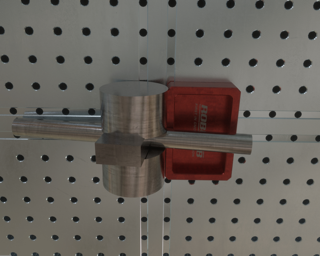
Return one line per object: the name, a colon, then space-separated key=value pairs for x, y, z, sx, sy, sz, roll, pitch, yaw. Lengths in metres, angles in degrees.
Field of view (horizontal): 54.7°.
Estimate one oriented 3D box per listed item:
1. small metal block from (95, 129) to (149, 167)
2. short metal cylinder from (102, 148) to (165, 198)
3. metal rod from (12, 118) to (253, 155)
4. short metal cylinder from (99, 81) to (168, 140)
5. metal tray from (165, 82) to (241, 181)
small metal block: x=-0.042 y=0.021 z=0.356 sx=0.050 sy=0.050 sz=0.025 roll=4 pitch=110 yaw=7
short metal cylinder: x=-0.034 y=0.046 z=0.400 sx=0.081 sy=0.080 sz=0.050 roll=1 pitch=110 yaw=-1
metal rod: x=-0.040 y=0.009 z=0.391 sx=0.302 sy=0.025 sz=0.025 roll=4 pitch=110 yaw=7
short metal cylinder: x=-0.031 y=-0.024 z=0.373 sx=0.081 sy=0.080 sz=0.050 roll=1 pitch=110 yaw=-1
metal tray: x=0.053 y=0.006 z=0.413 sx=0.091 sy=0.030 sz=0.129 roll=1 pitch=110 yaw=-1
